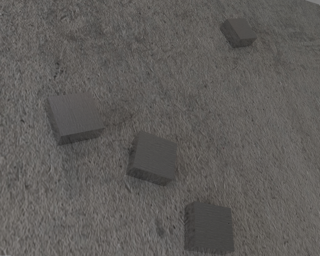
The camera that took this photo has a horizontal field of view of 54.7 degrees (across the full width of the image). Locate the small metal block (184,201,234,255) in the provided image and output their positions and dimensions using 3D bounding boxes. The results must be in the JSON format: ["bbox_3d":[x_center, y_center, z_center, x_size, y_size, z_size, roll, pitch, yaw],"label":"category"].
[{"bbox_3d":[0.057,0.118,0.362,0.050,0.025,0.050,16,55,-20],"label":"small metal block"}]

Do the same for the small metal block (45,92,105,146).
[{"bbox_3d":[-0.099,-0.011,0.357,0.050,0.025,0.050,-12,68,-33],"label":"small metal block"}]

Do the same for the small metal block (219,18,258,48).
[{"bbox_3d":[0.151,-0.184,0.597,0.050,0.025,0.050,-16,70,-34],"label":"small metal block"}]

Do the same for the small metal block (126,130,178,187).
[{"bbox_3d":[-0.009,0.037,0.376,0.050,0.025,0.050,21,54,-16],"label":"small metal block"}]
